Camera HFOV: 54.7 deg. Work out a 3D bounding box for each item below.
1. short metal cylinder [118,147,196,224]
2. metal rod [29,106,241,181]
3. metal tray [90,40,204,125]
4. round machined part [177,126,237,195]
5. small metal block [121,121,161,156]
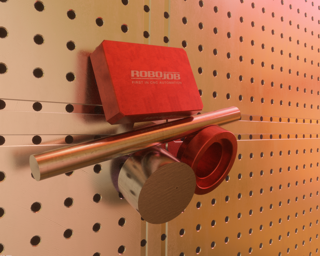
[{"bbox_3d":[-0.003,0.068,0.377,0.081,0.050,0.079,-14,116,-30],"label":"short metal cylinder"},{"bbox_3d":[0.000,0.008,0.377,0.302,0.025,0.025,-14,99,-39],"label":"metal rod"},{"bbox_3d":[-0.012,-0.055,0.379,0.131,0.030,0.090,-7,76,-41],"label":"metal tray"},{"bbox_3d":[0.062,0.041,0.437,0.099,0.042,0.097,-23,127,-34],"label":"round machined part"},{"bbox_3d":[-0.025,0.015,0.401,0.050,0.025,0.050,23,76,-38],"label":"small metal block"}]
